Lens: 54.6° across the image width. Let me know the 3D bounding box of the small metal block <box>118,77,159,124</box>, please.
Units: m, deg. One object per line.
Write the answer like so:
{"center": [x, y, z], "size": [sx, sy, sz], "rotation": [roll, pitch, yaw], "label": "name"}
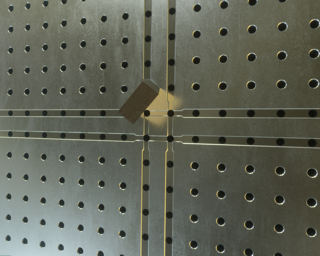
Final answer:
{"center": [-0.026, -0.038, 0.406], "size": [0.025, 0.050, 0.050], "rotation": [39, 104, -9], "label": "small metal block"}
